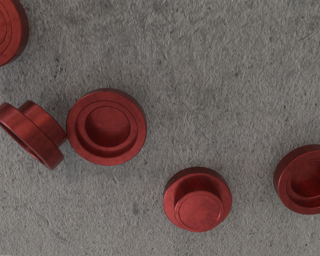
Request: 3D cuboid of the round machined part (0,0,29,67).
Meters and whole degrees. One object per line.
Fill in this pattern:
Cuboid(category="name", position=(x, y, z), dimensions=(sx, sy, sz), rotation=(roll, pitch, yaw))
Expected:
Cuboid(category="round machined part", position=(-0.199, -0.119, 0.355), dimensions=(0.099, 0.042, 0.097), rotation=(0, 110, 0))

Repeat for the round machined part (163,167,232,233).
Cuboid(category="round machined part", position=(0.054, 0.108, 0.441), dimensions=(0.099, 0.042, 0.097), rotation=(0, 110, 0))

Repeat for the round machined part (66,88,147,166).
Cuboid(category="round machined part", position=(-0.066, -0.004, 0.398), dimensions=(0.099, 0.042, 0.097), rotation=(0, 110, -1))

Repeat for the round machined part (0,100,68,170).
Cuboid(category="round machined part", position=(-0.154, 0.004, 0.381), dimensions=(0.098, 0.098, 0.042), rotation=(48, 67, -16))

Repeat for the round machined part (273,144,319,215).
Cuboid(category="round machined part", position=(0.205, 0.066, 0.427), dimensions=(0.099, 0.042, 0.097), rotation=(0, 110, 0))
